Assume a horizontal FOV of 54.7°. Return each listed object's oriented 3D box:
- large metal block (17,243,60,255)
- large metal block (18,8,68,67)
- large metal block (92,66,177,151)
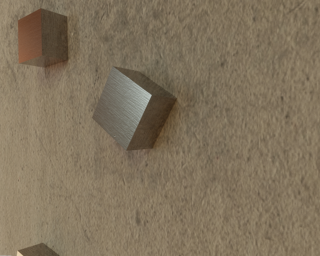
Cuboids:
[{"bbox_3d":[-0.221,0.271,0.567,0.080,0.050,0.079,13,98,39],"label":"large metal block"},{"bbox_3d":[-0.212,-0.159,0.560,0.080,0.050,0.079,-3,88,39],"label":"large metal block"},{"bbox_3d":[-0.036,-0.026,0.417,0.080,0.050,0.079,39,114,32],"label":"large metal block"}]
